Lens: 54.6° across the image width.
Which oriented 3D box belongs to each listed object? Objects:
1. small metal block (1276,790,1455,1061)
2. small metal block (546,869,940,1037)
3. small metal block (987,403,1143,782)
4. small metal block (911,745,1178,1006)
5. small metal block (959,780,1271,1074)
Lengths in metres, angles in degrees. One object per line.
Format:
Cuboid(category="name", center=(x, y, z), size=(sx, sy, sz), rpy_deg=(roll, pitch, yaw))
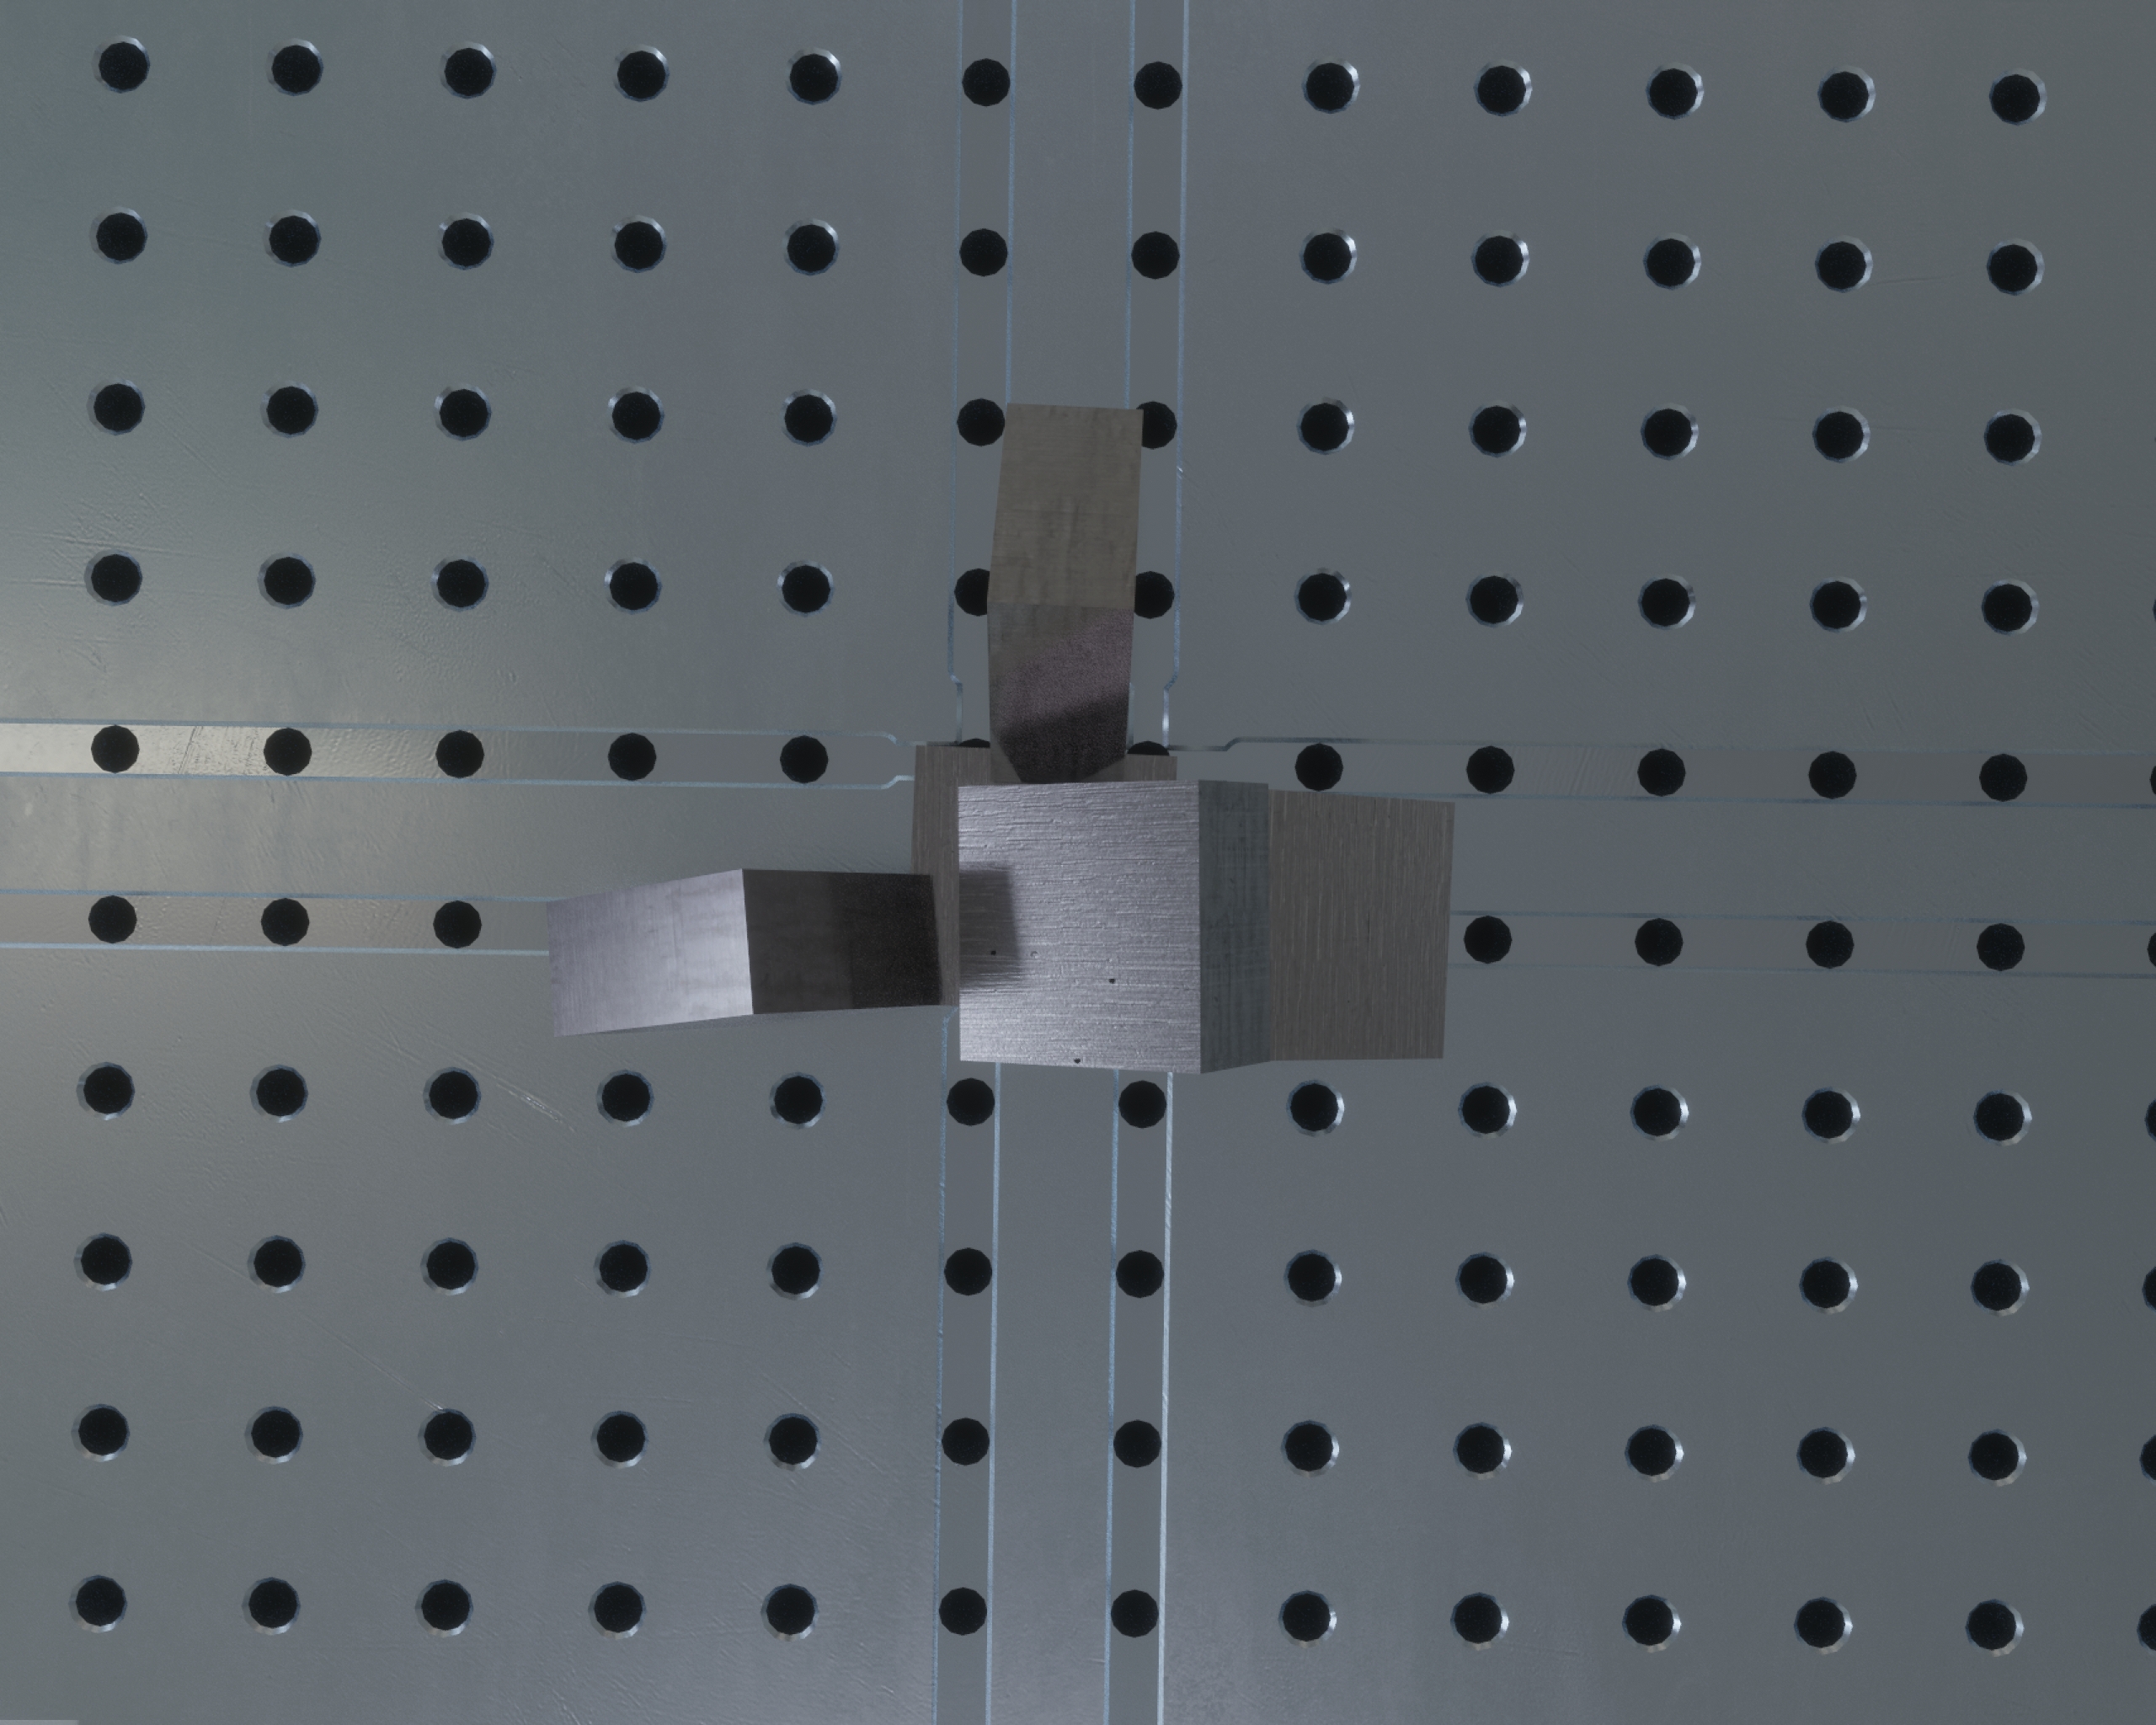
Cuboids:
Cuboid(category="small metal block", center=(0.044, 0.012, 0.403), size=(0.050, 0.025, 0.050), rpy_deg=(3, 90, -31))
Cuboid(category="small metal block", center=(-0.062, 0.017, 0.390), size=(0.050, 0.050, 0.025), rpy_deg=(-9, 84, 35))
Cuboid(category="small metal block", center=(-0.002, -0.049, 0.391), size=(0.025, 0.050, 0.050), rpy_deg=(3, 54, 1))
Cuboid(category="small metal block", center=(-0.007, 0.003, 0.414), size=(0.050, 0.025, 0.050), rpy_deg=(2, 90, 0))
Cuboid(category="small metal block", center=(0.006, 0.011, 0.377), size=(0.050, 0.025, 0.050), rpy_deg=(0, 90, 33))
